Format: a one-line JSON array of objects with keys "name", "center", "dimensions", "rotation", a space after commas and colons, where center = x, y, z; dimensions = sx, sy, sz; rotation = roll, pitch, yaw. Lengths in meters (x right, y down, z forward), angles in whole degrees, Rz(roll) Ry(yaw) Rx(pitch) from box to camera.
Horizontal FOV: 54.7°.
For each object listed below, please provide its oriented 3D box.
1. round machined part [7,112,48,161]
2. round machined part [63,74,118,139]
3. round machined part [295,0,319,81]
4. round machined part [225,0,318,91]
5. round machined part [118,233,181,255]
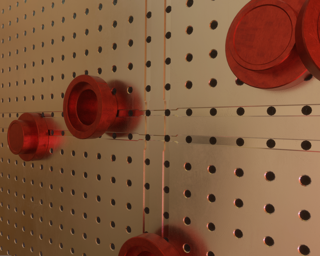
[{"name": "round machined part", "center": [-0.267, 0.018, 0.614], "dimensions": [0.098, 0.042, 0.097], "rotation": [0, 90, 39]}, {"name": "round machined part", "center": [-0.104, -0.032, 0.482], "dimensions": [0.098, 0.042, 0.097], "rotation": [0, 90, 39]}, {"name": "round machined part", "center": [0.160, -0.077, 0.248], "dimensions": [0.099, 0.042, 0.097], "rotation": [0, 93, 8]}, {"name": "round machined part", "center": [0.109, -0.088, 0.308], "dimensions": [0.098, 0.042, 0.097], "rotation": [0, 90, 39]}, {"name": "round machined part", "center": [-0.007, 0.185, 0.402], "dimensions": [0.098, 0.042, 0.097], "rotation": [0, 90, 39]}]
